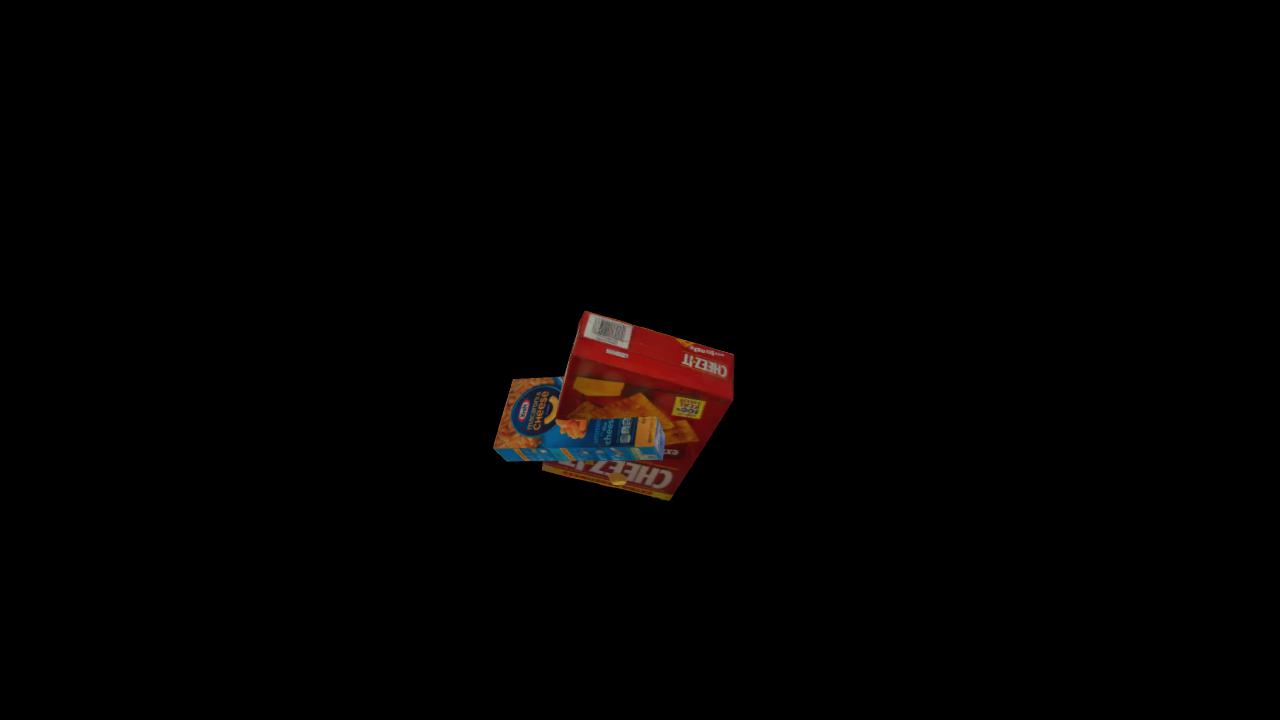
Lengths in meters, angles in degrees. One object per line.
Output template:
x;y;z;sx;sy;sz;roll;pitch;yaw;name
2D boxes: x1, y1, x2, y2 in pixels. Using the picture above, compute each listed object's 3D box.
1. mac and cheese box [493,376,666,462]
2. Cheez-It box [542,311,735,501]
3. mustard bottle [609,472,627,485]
-0.062;0.063;0.672;0.184;0.093;0.041;-4;-34;18;mac and cheese box
-0.010;0.062;0.685;0.166;0.071;0.223;16;-42;-6;Cheez-It box
-0.034;0.062;0.754;0.054;0.184;0.092;-5;-22;-5;mustard bottle
